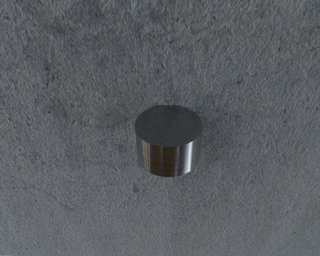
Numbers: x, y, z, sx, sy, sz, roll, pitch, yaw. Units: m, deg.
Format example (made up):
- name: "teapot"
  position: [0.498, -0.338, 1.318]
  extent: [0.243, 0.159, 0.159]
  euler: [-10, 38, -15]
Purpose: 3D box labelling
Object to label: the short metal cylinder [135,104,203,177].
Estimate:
- name: "short metal cylinder"
  position: [0.011, 0.014, 0.385]
  extent: [0.081, 0.080, 0.050]
  euler: [-1, 130, 0]
